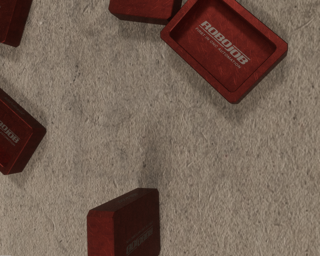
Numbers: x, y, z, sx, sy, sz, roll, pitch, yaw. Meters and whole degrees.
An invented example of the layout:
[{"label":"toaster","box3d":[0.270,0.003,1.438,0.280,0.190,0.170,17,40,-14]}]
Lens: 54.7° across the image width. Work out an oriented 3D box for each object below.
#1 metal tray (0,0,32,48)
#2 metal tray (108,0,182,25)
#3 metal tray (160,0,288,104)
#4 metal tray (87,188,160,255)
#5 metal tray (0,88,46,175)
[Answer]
[{"label":"metal tray","box3d":[-0.276,-0.193,0.501,0.130,0.030,0.089,22,97,18]},{"label":"metal tray","box3d":[-0.011,-0.208,0.409,0.090,0.030,0.129,13,94,19]},{"label":"metal tray","box3d":[0.075,-0.104,0.379,0.130,0.030,0.090,46,104,13]},{"label":"metal tray","box3d":[-0.037,0.127,0.365,0.030,0.130,0.089,-2,90,20]},{"label":"metal tray","box3d":[-0.254,0.001,0.493,0.130,0.030,0.090,38,102,15]}]
